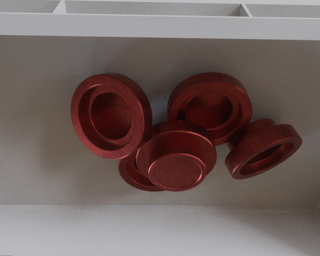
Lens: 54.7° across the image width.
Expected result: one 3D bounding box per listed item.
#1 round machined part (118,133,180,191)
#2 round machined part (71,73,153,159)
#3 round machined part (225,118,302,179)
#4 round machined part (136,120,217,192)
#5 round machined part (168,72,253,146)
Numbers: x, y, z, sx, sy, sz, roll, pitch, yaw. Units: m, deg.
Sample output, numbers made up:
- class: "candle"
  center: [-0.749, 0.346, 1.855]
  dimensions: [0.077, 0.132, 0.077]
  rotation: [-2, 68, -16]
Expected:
- class: "round machined part"
  center: [-0.007, 0.042, 0.434]
  dimensions: [0.099, 0.042, 0.097]
  rotation: [-1, 130, 0]
- class: "round machined part"
  center: [-0.052, -0.016, 0.364]
  dimensions: [0.098, 0.042, 0.097]
  rotation: [7, 107, 24]
- class: "round machined part"
  center: [0.129, 0.024, 0.404]
  dimensions: [0.099, 0.042, 0.098]
  rotation: [-18, 150, -11]
- class: "round machined part"
  center: [0.020, 0.041, 0.378]
  dimensions: [0.099, 0.042, 0.097]
  rotation: [-1, 131, -1]
- class: "round machined part"
  center: [0.058, -0.026, 0.377]
  dimensions: [0.099, 0.042, 0.097]
  rotation: [-1, 130, 0]
